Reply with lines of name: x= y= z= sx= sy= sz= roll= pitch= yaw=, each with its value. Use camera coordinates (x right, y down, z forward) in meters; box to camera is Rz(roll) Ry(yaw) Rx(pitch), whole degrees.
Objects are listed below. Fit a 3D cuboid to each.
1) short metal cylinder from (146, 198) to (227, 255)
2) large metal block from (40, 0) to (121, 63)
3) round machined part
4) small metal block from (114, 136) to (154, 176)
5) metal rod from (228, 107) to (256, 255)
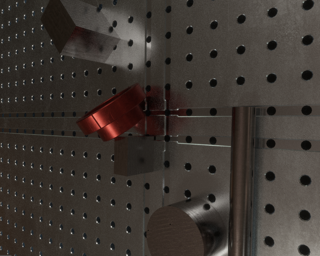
short metal cylinder: x=0.031 y=0.128 z=0.366 sx=0.080 sy=0.050 sz=0.079 roll=0 pitch=90 yaw=39
large metal block: x=-0.120 y=-0.150 z=0.470 sx=0.050 sy=0.081 sz=0.080 roll=-48 pitch=62 yaw=29
round machined part: x=-0.059 y=-0.017 z=0.418 sx=0.098 sy=0.098 sz=0.042 roll=-22 pitch=106 yaw=37
small metal block: x=-0.035 y=0.036 z=0.420 sx=0.025 sy=0.050 sz=0.050 roll=3 pitch=92 yaw=39
metal rod: x=0.087 y=0.127 z=0.336 sx=0.025 sy=0.025 sz=0.298 roll=2 pitch=91 yaw=39
